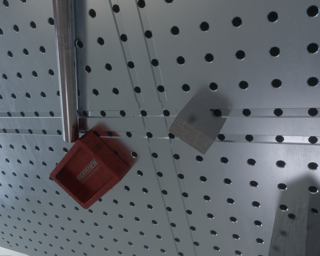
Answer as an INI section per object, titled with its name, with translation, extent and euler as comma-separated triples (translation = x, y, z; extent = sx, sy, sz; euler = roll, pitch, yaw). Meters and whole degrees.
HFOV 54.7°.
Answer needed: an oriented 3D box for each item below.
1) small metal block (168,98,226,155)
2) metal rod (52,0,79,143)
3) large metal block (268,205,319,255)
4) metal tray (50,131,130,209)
[small metal block]
translation = 0.045, -0.003, 0.369
extent = 0.050, 0.050, 0.025
euler = 34, 129, 6
[metal rod]
translation = -0.125, -0.105, 0.411
extent = 0.025, 0.025, 0.298
euler = 20, 126, 16
[large metal block]
translation = 0.182, 0.157, 0.377
extent = 0.080, 0.080, 0.050
euler = 47, 129, -5
[metal tray]
translation = -0.121, 0.074, 0.516
extent = 0.090, 0.030, 0.129
euler = 45, 129, -3
